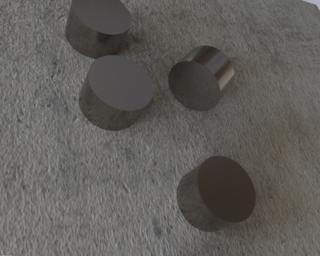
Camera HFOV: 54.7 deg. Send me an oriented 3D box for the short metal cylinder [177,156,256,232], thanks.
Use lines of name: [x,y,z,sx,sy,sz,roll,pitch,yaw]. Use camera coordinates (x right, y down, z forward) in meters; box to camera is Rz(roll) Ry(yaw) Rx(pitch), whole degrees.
short metal cylinder: [0.068,0.080,0.377,0.081,0.050,0.080,14,56,-21]

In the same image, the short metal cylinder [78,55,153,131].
short metal cylinder: [-0.055,-0.043,0.385,0.081,0.050,0.080,14,56,-21]

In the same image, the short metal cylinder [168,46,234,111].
short metal cylinder: [0.059,-0.071,0.446,0.080,0.080,0.050,42,51,0]

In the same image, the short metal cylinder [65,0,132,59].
short metal cylinder: [-0.086,-0.143,0.430,0.081,0.050,0.080,14,56,-21]
